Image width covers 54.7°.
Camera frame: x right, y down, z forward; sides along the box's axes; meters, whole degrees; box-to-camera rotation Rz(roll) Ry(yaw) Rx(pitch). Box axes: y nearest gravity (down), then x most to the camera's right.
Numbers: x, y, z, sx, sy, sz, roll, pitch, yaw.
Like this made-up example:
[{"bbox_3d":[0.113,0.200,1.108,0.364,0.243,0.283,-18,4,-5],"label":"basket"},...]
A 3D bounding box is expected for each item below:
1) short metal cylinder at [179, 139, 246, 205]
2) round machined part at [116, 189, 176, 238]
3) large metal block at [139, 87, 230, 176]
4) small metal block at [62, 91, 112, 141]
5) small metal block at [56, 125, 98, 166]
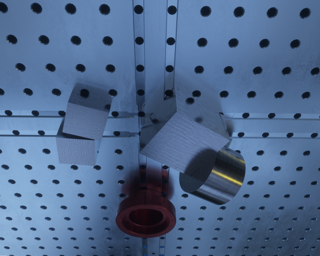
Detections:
[{"bbox_3d":[0.070,0.059,0.428,0.050,0.080,0.080,27,125,-21],"label":"short metal cylinder"},{"bbox_3d":[-0.023,0.140,0.520,0.099,0.042,0.097,-1,130,0],"label":"round machined part"},{"bbox_3d":[0.030,0.007,0.402,0.080,0.050,0.080,27,125,-22],"label":"large metal block"},{"bbox_3d":[-0.094,-0.015,0.398,0.050,0.025,0.050,14,129,-12],"label":"small metal block"},{"bbox_3d":[-0.114,0.025,0.431,0.050,0.025,0.050,5,130,-5],"label":"small metal block"}]
